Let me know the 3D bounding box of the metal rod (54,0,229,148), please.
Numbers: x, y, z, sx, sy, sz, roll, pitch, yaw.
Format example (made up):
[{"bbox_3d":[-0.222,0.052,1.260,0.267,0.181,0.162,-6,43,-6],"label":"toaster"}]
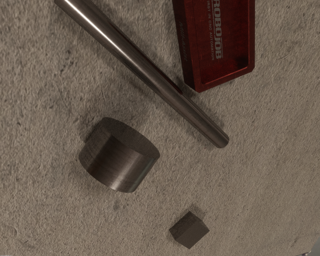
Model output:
[{"bbox_3d":[0.003,-0.052,0.377,0.025,0.025,0.301,-48,130,5],"label":"metal rod"}]

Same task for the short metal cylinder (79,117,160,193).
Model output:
[{"bbox_3d":[-0.047,0.031,0.366,0.080,0.080,0.050,26,104,-38],"label":"short metal cylinder"}]

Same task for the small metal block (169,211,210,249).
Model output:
[{"bbox_3d":[0.053,0.182,0.551,0.050,0.025,0.050,-43,130,1],"label":"small metal block"}]

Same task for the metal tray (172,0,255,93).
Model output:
[{"bbox_3d":[0.068,-0.116,0.370,0.091,0.030,0.129,-23,127,-15],"label":"metal tray"}]
